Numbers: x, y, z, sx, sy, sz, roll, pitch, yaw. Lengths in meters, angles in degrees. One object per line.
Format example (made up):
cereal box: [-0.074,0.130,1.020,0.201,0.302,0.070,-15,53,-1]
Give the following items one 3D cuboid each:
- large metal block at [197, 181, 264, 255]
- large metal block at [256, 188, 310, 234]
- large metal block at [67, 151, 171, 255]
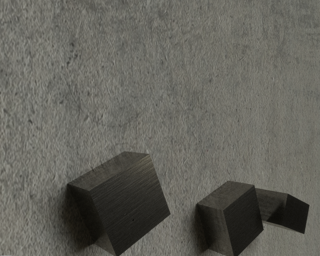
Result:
large metal block: [0.111,0.138,0.481,0.081,0.050,0.080,-25,106,-37]
large metal block: [0.196,0.140,0.533,0.080,0.080,0.050,28,73,-37]
large metal block: [-0.044,0.081,0.351,0.081,0.050,0.080,-29,109,-36]
